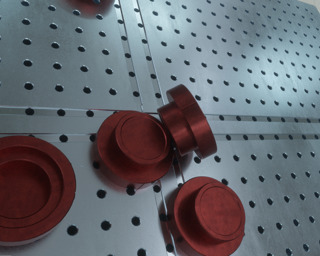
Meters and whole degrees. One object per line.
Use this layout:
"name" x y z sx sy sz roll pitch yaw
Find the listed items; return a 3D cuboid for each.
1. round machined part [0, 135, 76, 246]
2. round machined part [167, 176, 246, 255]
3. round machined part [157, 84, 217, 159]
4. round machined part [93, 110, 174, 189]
"round machined part" -0.133 0.059 0.290 0.099 0.042 0.098 14 56 -21
"round machined part" 0.061 0.103 0.369 0.099 0.042 0.098 14 56 -21
"round machined part" 0.030 -0.003 0.392 0.042 0.098 0.098 -27 74 -2
"round machined part" -0.027 0.020 0.372 0.099 0.042 0.098 14 56 -21
